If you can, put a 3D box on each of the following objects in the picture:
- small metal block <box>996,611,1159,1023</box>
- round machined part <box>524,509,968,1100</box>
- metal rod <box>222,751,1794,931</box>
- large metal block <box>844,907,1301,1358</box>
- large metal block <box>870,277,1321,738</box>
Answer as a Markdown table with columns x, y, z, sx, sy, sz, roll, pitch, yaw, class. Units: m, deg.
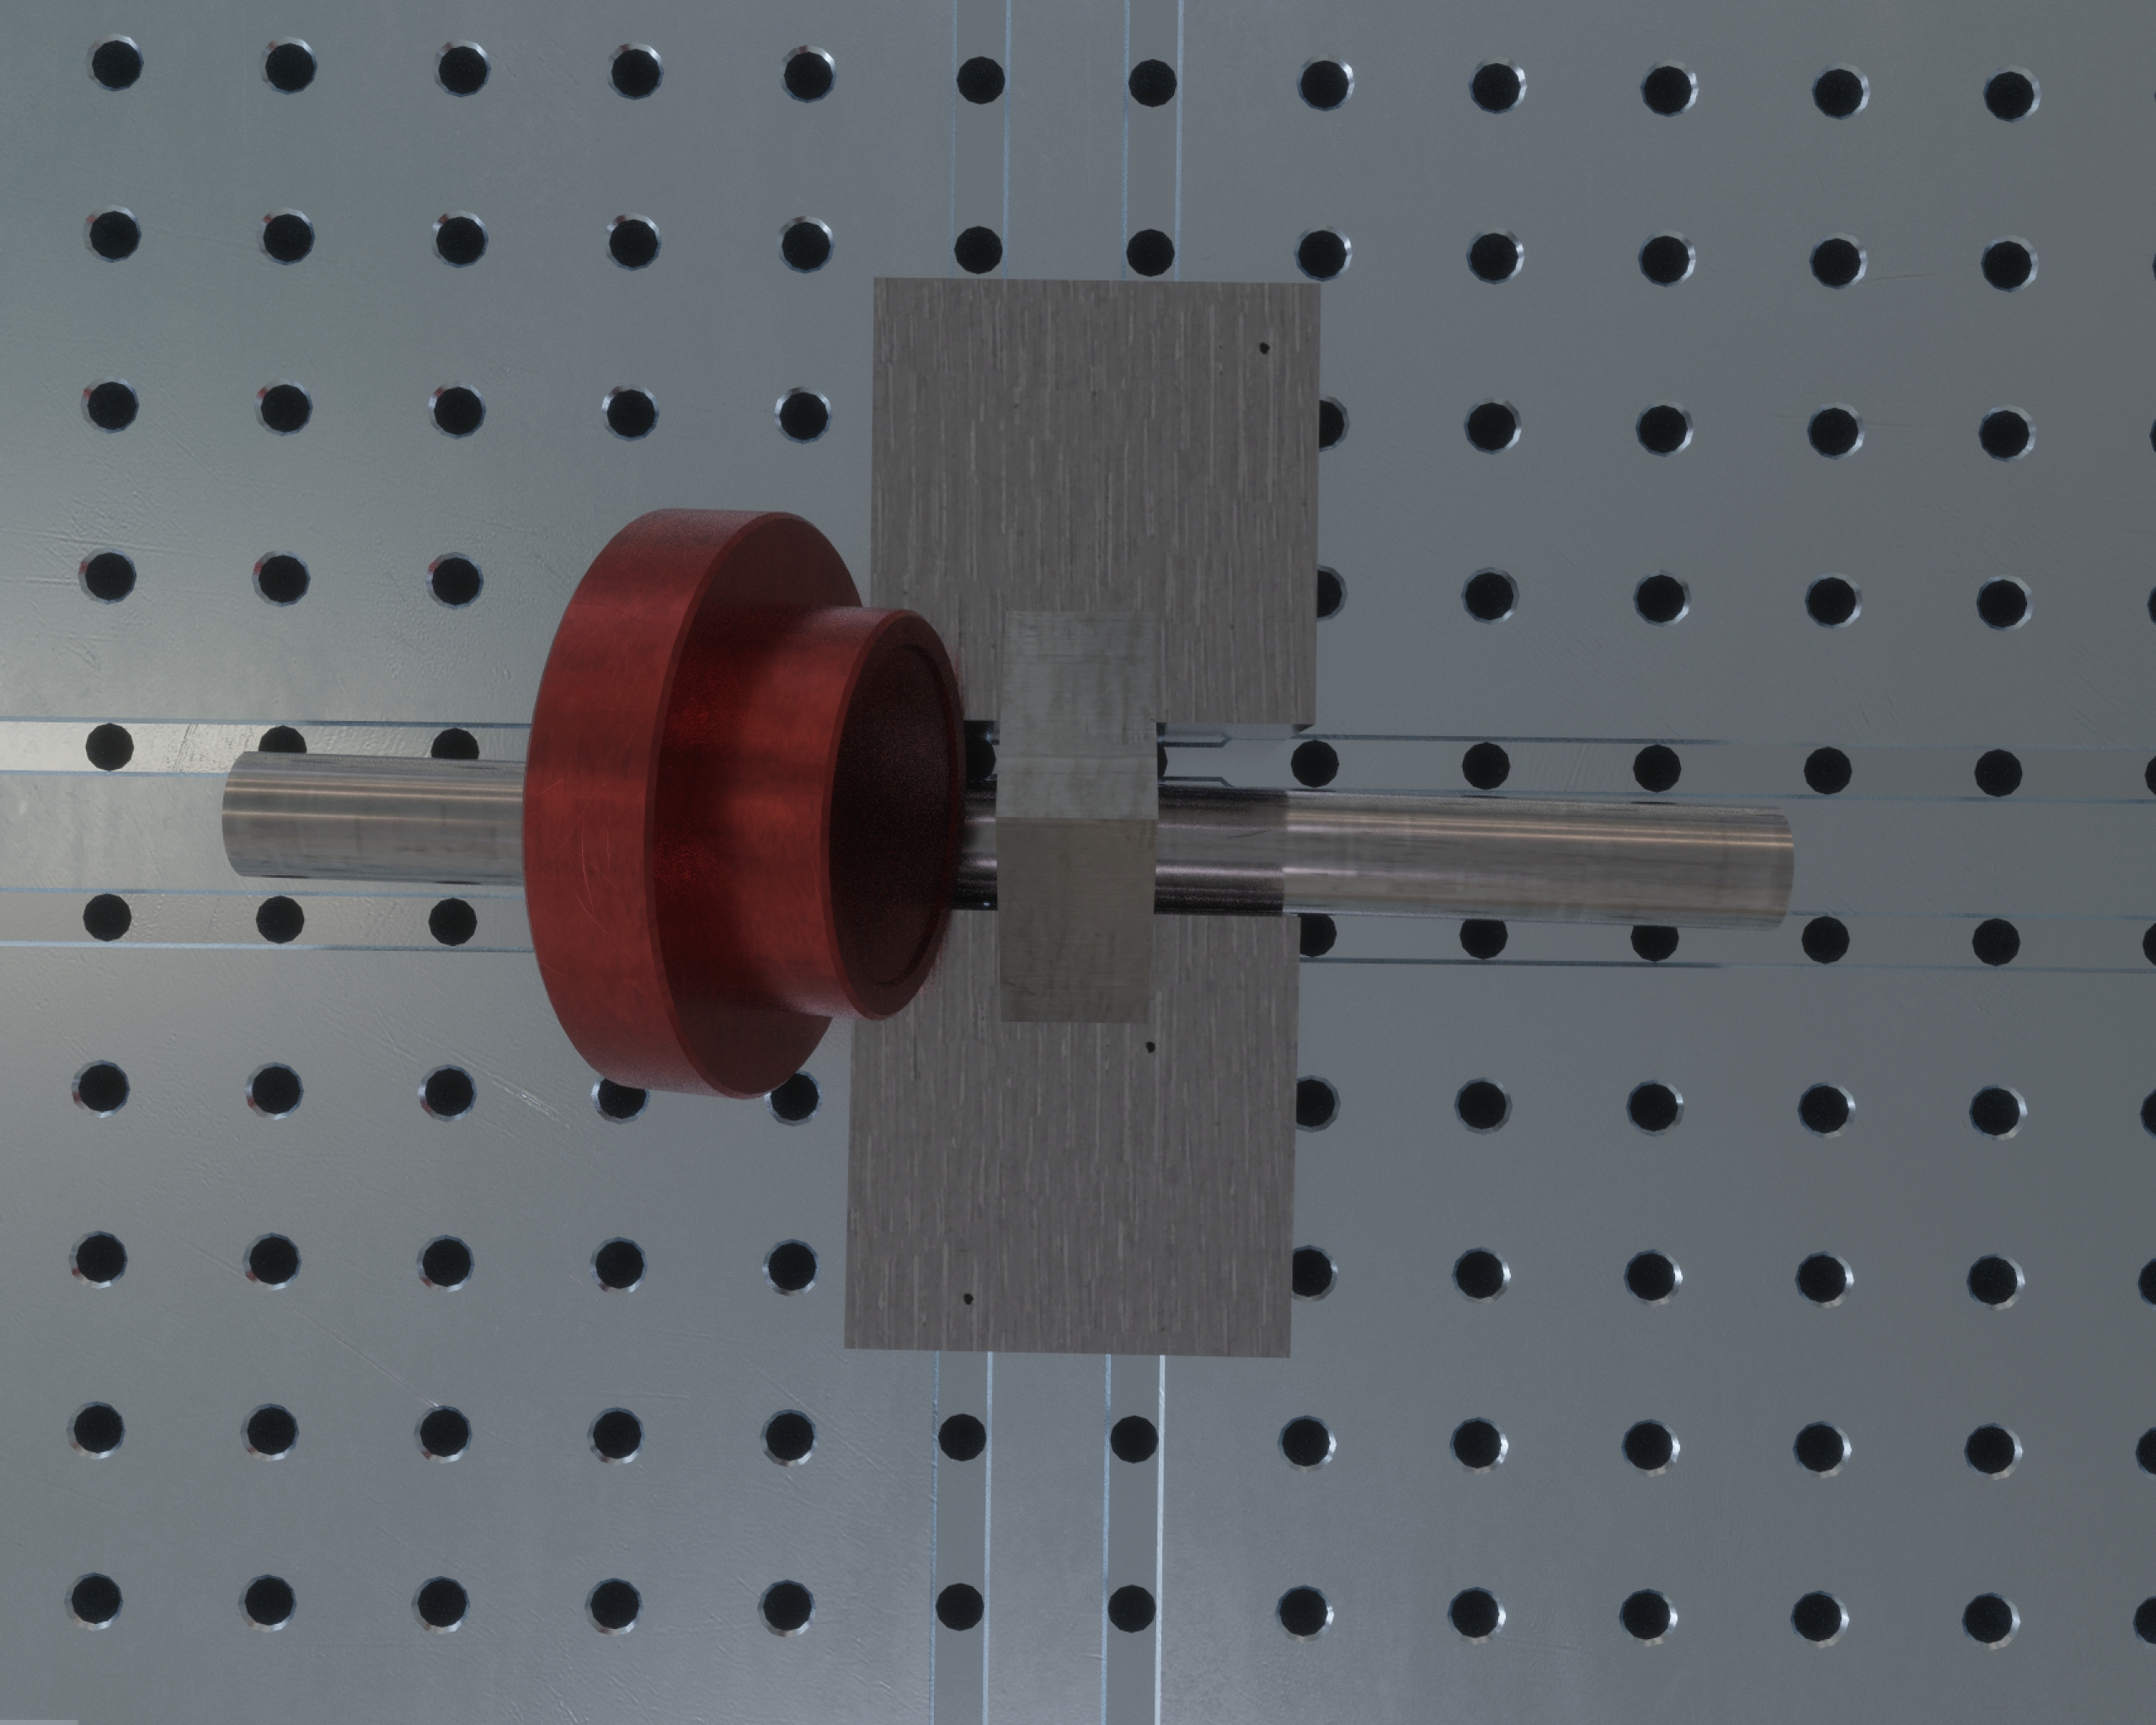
| x | y | z | sx | sy | sz | roll | pitch | yaw | class |
| --- | --- | --- | --- | --- | --- | --- | --- | --- | --- |
| 0.000 | -0.008 | 0.357 | 0.025 | 0.050 | 0.050 | 1 | 46 | 0 | small metal block |
| -0.049 | -0.009 | 0.347 | 0.042 | 0.098 | 0.097 | 4 | 90 | 14 | round machined part |
| -0.013 | -0.004 | 0.413 | 0.302 | 0.025 | 0.025 | 2 | 90 | 0 | metal rod |
| -0.001 | 0.049 | 0.401 | 0.081 | 0.050 | 0.079 | 1 | 90 | 0 | large metal block |
| 0.003 | -0.065 | 0.401 | 0.081 | 0.050 | 0.079 | 1 | 90 | 0 | large metal block |
